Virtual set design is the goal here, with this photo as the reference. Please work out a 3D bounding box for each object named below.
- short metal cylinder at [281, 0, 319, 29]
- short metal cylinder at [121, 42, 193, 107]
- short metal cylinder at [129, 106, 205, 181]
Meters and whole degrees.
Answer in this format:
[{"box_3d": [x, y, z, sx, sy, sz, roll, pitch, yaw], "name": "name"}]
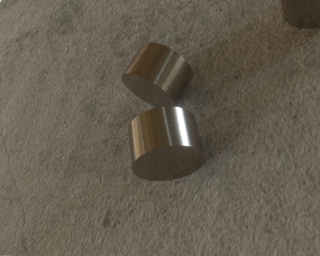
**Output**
[{"box_3d": [0.195, -0.173, 0.392, 0.080, 0.050, 0.080, -13, 56, 20], "name": "short metal cylinder"}, {"box_3d": [-0.003, -0.067, 0.410, 0.080, 0.080, 0.050, 20, 72, 35], "name": "short metal cylinder"}, {"box_3d": [0.007, 0.020, 0.352, 0.080, 0.080, 0.050, -21, 54, 16], "name": "short metal cylinder"}]
